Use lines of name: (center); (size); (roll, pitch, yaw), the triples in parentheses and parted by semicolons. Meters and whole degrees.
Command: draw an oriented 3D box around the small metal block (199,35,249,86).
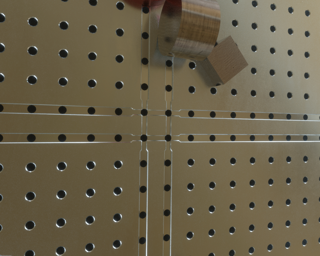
small metal block: (0.090, -0.096, 0.446); (0.050, 0.025, 0.050); (-39, 103, -16)

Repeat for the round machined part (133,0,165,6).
round machined part: (-0.010, -0.214, 0.399); (0.099, 0.042, 0.097); (0, 90, -20)

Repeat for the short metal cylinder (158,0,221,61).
short metal cylinder: (0.034, -0.129, 0.396); (0.050, 0.080, 0.080); (4, 89, -20)
